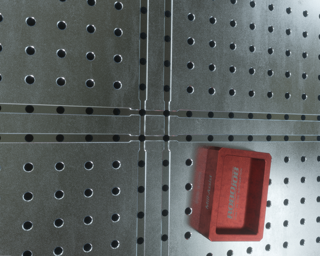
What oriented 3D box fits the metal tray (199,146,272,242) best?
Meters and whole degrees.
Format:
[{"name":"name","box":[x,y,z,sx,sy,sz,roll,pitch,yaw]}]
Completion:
[{"name":"metal tray","box":[0.111,0.096,0.452,0.091,0.030,0.129,8,87,-20]}]
